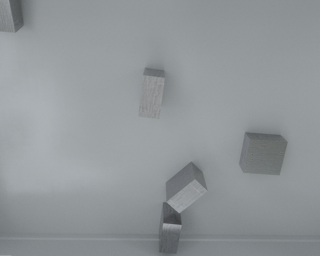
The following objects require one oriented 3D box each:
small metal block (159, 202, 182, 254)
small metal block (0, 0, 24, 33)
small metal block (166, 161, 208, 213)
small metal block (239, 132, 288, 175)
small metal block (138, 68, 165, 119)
[{"bbox_3d":[0.014,0.145,0.451,0.025,0.050,0.050,7,110,-3],"label":"small metal block"},{"bbox_3d":[-0.189,-0.139,0.351,0.050,0.025,0.050,5,127,-2],"label":"small metal block"},{"bbox_3d":[0.035,0.081,0.428,0.050,0.050,0.025,-42,105,14],"label":"small metal block"},{"bbox_3d":[0.141,0.035,0.425,0.050,0.025,0.050,4,110,-2],"label":"small metal block"},{"bbox_3d":[-0.010,-0.044,0.382,0.025,0.050,0.050,7,110,-3],"label":"small metal block"}]
